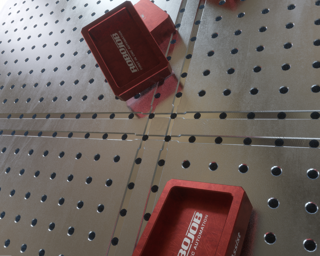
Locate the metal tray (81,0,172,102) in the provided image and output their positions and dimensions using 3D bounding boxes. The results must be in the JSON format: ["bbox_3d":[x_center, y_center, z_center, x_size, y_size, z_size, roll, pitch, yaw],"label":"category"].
[{"bbox_3d":[-0.052,-0.117,0.471,0.090,0.030,0.130,-31,74,4],"label":"metal tray"}]

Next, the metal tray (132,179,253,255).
[{"bbox_3d":[0.026,0.113,0.294,0.090,0.030,0.130,0,46,36],"label":"metal tray"}]

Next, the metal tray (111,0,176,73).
[{"bbox_3d":[-0.049,-0.155,0.528,0.130,0.030,0.090,-40,51,1],"label":"metal tray"}]
